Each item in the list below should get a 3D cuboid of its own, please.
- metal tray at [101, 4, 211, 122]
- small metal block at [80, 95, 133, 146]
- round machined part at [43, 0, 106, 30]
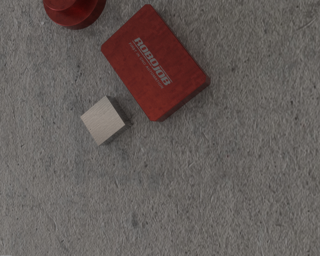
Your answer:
[{"bbox_3d":[-0.008,-0.084,0.409,0.090,0.030,0.130,-38,78,16],"label":"metal tray"},{"bbox_3d":[-0.075,-0.010,0.435,0.050,0.025,0.050,-38,78,16],"label":"small metal block"},{"bbox_3d":[-0.130,-0.196,0.446,0.098,0.042,0.097,0,90,20],"label":"round machined part"}]
